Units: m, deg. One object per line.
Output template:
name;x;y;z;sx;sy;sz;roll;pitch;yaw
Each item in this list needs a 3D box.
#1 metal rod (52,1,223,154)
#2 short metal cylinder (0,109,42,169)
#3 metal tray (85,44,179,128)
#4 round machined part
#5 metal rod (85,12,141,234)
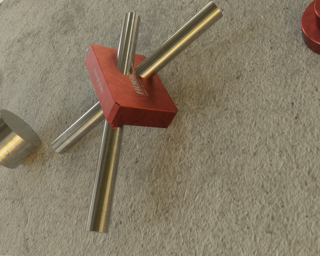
metal rod;-0.040;-0.062;0.434;0.300;0.025;0.025;-39;51;12
short metal cylinder;-0.233;0.017;0.480;0.050;0.080;0.080;-43;51;-1
metal tray;-0.041;-0.057;0.418;0.030;0.091;0.130;-59;42;34
round machined part;0.218;-0.132;0.360;0.098;0.042;0.098;-13;56;21
metal rod;-0.055;-0.024;0.395;0.025;0.025;0.299;-6;64;25
